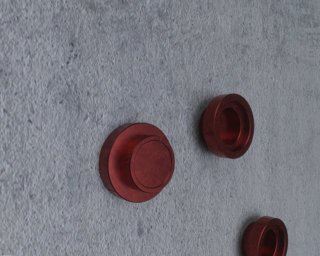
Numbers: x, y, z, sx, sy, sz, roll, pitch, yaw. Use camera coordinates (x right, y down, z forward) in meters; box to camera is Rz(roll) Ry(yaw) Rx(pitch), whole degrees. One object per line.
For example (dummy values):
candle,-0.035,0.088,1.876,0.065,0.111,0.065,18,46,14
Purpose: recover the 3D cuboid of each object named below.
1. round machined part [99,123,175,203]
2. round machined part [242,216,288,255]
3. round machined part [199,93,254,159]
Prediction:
round machined part,-0.020,0.042,0.376,0.099,0.042,0.097,0,90,-40
round machined part,0.181,0.204,0.546,0.099,0.042,0.097,0,90,-40
round machined part,0.099,-0.003,0.476,0.099,0.042,0.097,0,90,-40
